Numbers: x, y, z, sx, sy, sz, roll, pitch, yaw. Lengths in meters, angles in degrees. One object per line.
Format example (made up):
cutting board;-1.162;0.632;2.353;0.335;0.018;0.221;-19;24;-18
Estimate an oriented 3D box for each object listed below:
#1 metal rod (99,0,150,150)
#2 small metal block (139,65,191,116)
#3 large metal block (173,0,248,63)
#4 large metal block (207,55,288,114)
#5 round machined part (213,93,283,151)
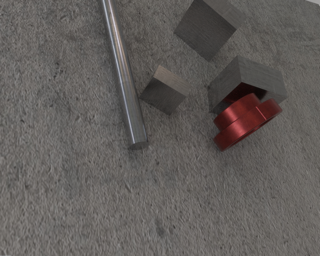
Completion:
metal rod;-0.059;-0.110;0.438;0.025;0.025;0.299;0;62;-28
small metal block;0.006;-0.050;0.422;0.050;0.050;0.025;30;52;-9
large metal block;0.083;-0.172;0.518;0.080;0.080;0.050;40;51;-1
large metal block;0.129;-0.055;0.472;0.081;0.080;0.050;14;56;-21
round machined part;0.113;-0.012;0.425;0.099;0.097;0.042;-24;74;-37
